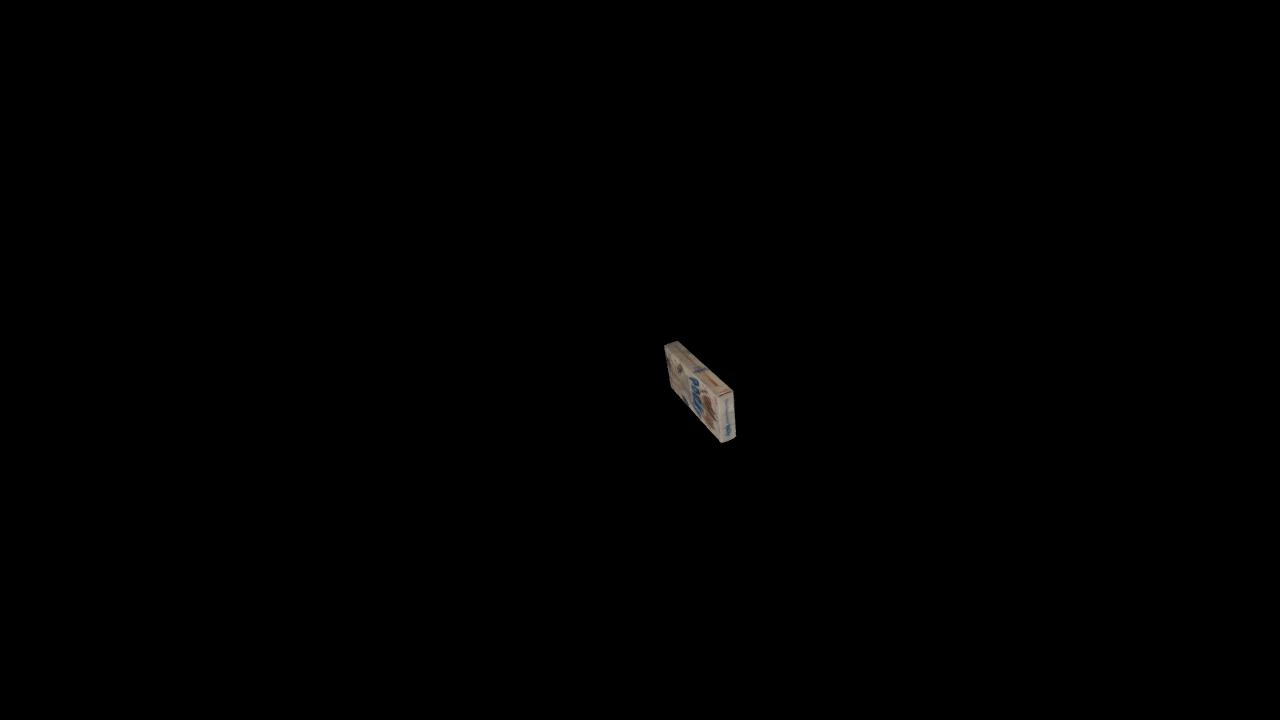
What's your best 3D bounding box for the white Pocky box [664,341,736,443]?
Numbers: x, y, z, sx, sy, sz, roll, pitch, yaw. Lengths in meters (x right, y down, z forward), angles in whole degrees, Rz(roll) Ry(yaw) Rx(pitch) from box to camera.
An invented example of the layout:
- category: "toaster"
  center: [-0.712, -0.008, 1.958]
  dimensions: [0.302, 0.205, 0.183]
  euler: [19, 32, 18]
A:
- category: "white Pocky box"
  center: [0.084, 0.042, 0.873]
  dimensions: [0.028, 0.084, 0.154]
  euler: [-21, 36, -16]
